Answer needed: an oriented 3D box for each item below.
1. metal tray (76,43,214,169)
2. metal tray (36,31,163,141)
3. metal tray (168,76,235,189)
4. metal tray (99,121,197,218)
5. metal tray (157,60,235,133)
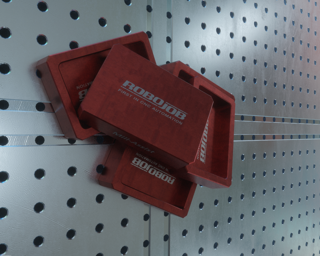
[{"bbox_3d":[-0.012,-0.023,0.342,0.131,0.030,0.090,28,63,-13],"label":"metal tray"},{"bbox_3d":[-0.059,-0.051,0.355,0.131,0.030,0.090,-28,107,-36],"label":"metal tray"},{"bbox_3d":[0.060,0.008,0.414,0.090,0.030,0.130,25,63,-37],"label":"metal tray"},{"bbox_3d":[-0.004,0.054,0.402,0.130,0.030,0.090,33,70,-35],"label":"metal tray"},{"bbox_3d":[0.050,-0.027,0.445,0.131,0.030,0.090,24,75,-36],"label":"metal tray"}]
